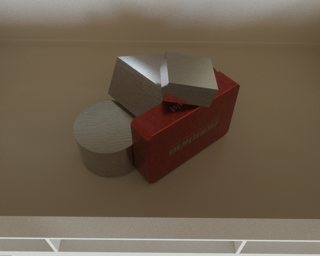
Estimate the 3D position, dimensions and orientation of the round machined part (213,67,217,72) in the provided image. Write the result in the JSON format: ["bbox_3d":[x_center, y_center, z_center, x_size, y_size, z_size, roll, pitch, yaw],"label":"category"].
[{"bbox_3d":[0.047,-0.060,0.443,0.099,0.042,0.098,0,50,0],"label":"round machined part"}]

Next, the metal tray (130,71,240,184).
[{"bbox_3d":[0.030,0.000,0.361,0.131,0.089,0.030,-31,56,-24],"label":"metal tray"}]

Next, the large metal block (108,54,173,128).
[{"bbox_3d":[-0.003,-0.049,0.382,0.080,0.050,0.081,39,35,27],"label":"large metal block"}]

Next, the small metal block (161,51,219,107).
[{"bbox_3d":[0.029,-0.051,0.322,0.050,0.025,0.050,7,48,-12],"label":"small metal block"}]

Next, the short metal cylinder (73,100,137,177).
[{"bbox_3d":[-0.059,0.012,0.375,0.081,0.050,0.080,0,50,0],"label":"short metal cylinder"}]
